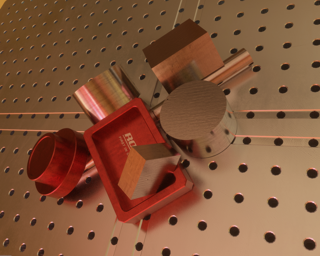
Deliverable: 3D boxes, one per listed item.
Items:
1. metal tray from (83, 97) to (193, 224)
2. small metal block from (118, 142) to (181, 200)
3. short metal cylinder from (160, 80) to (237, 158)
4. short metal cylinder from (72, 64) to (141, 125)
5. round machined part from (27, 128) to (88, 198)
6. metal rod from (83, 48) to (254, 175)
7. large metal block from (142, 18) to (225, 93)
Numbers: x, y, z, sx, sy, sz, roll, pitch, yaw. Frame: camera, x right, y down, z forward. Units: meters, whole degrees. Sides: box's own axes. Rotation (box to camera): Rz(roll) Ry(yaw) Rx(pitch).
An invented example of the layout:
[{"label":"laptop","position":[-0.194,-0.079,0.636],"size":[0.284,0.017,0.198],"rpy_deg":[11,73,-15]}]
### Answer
[{"label":"metal tray","position":[-0.030,0.038,0.379],"size":[0.090,0.030,0.130],"rpy_deg":[-33,64,7]},{"label":"small metal block","position":[-0.011,0.045,0.333],"size":[0.025,0.050,0.050],"rpy_deg":[40,120,37]},{"label":"short metal cylinder","position":[0.047,-0.010,0.373],"size":[0.080,0.050,0.080],"rpy_deg":[-13,56,21]},{"label":"short metal cylinder","position":[-0.074,-0.046,0.433],"size":[0.080,0.050,0.080],"rpy_deg":[-33,8,6]},{"label":"round machined part","position":[-0.147,0.045,0.431],"size":[0.098,0.042,0.098],"rpy_deg":[-22,54,35]},{"label":"metal rod","position":[-0.010,-0.013,0.424],"size":[0.300,0.025,0.025],"rpy_deg":[-33,52,7]},{"label":"large metal block","position":[0.028,-0.097,0.422],"size":[0.080,0.050,0.080],"rpy_deg":[-32,32,7]}]
